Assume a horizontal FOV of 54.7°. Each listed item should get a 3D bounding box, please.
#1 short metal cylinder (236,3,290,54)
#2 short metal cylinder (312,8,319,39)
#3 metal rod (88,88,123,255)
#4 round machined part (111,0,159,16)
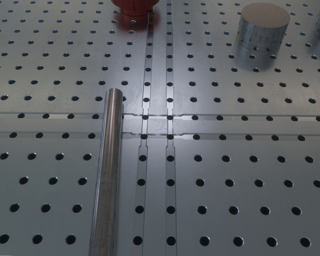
[{"bbox_3d":[0.178,-0.175,0.539,0.081,0.050,0.080,0,50,0],"label":"short metal cylinder"},{"bbox_3d":[0.324,-0.194,0.557,0.081,0.050,0.080,0,50,0],"label":"short metal cylinder"},{"bbox_3d":[-0.060,0.066,0.351,0.025,0.025,0.300,-2,50,-1],"label":"metal rod"},{"bbox_3d":[-0.048,-0.258,0.613,0.099,0.042,0.098,0,50,0],"label":"round machined part"}]
